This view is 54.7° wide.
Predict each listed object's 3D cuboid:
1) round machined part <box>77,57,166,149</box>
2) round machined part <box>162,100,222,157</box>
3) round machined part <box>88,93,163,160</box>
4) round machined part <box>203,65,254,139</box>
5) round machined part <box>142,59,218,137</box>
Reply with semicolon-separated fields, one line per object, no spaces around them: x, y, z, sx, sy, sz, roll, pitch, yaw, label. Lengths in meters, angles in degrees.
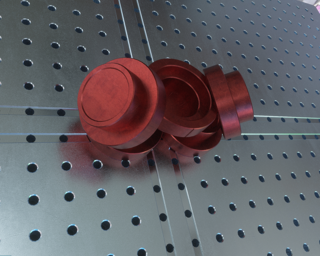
-0.047;-0.029;0.326;0.042;0.098;0.098;28;39;-62;round machined part
0.047;-0.013;0.432;0.099;0.042;0.098;14;56;-21;round machined part
-0.040;-0.013;0.384;0.099;0.042;0.098;14;56;-21;round machined part
0.091;-0.037;0.405;0.042;0.098;0.098;-18;65;8;round machined part
0.017;-0.032;0.372;0.099;0.042;0.098;14;56;-21;round machined part
